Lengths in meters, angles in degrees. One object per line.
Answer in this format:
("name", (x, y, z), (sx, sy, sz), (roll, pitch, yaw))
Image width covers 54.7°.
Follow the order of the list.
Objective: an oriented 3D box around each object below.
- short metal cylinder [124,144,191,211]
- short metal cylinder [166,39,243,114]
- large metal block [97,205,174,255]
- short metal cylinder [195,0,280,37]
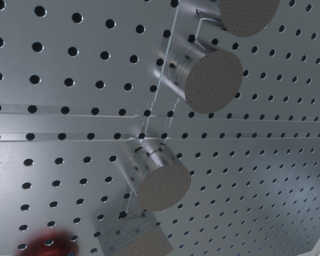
("short metal cylinder", (-0.004, 0.070, 0.436), (0.081, 0.050, 0.079), (-14, 124, -21))
("short metal cylinder", (0.054, -0.064, 0.385), (0.081, 0.050, 0.079), (-14, 124, -21))
("large metal block", (-0.038, 0.180, 0.486), (0.080, 0.050, 0.080), (-36, 129, -4))
("short metal cylinder", (0.088, -0.149, 0.351), (0.081, 0.050, 0.079), (-14, 124, -21))
